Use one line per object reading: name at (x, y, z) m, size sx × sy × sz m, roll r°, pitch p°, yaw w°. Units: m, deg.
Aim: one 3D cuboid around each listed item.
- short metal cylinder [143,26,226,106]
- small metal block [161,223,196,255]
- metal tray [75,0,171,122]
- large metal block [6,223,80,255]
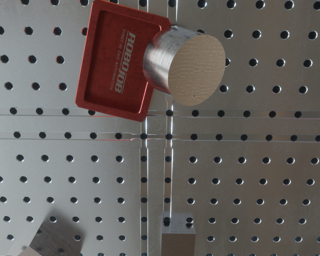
short metal cylinder at (0.028, -0.071, 0.354) m, size 0.081 × 0.050 × 0.079 m, roll -19°, pitch 125°, yaw -29°
small metal block at (0.027, 0.175, 0.478) m, size 0.050 × 0.025 × 0.050 m, roll 1°, pitch 110°, yaw -1°
metal tray at (-0.046, -0.080, 0.380) m, size 0.091 × 0.030 × 0.129 m, roll 14°, pitch 110°, yaw -5°
large metal block at (-0.186, 0.209, 0.475) m, size 0.080 × 0.050 × 0.080 m, roll -40°, pitch 106°, yaw 13°
